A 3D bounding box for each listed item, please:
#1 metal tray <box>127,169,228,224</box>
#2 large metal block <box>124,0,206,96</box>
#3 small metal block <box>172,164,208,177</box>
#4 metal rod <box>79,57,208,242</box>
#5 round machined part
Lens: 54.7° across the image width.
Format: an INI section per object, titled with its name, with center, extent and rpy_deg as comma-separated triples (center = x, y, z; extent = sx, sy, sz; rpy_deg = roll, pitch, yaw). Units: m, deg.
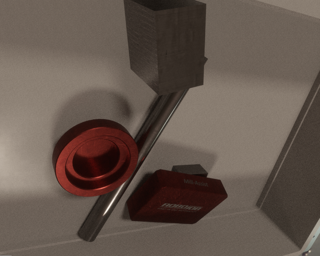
[metal tray]
center = 0.028, 0.109, 0.473
extent = 0.131, 0.030, 0.090
rpy_deg = 16, 129, -35
[large metal block]
center = 0.003, -0.090, 0.320
extent = 0.050, 0.080, 0.079
rpy_deg = -16, 125, -20
[small metal block]
center = 0.041, 0.086, 0.486
extent = 0.050, 0.025, 0.050
rpy_deg = 1, 118, -29
[metal rod]
center = -0.028, 0.032, 0.414
extent = 0.025, 0.025, 0.299
rpy_deg = 22, 107, -37
[round machined part]
center = -0.079, 0.032, 0.375
extent = 0.099, 0.042, 0.097
rpy_deg = -14, 125, -21
